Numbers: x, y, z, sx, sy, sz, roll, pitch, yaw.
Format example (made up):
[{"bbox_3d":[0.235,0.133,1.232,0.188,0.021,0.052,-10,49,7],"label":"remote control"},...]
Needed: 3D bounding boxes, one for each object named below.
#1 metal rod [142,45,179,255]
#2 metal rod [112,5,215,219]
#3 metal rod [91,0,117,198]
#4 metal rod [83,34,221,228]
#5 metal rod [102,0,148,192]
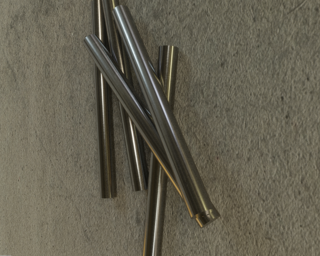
[{"bbox_3d":[-0.001,0.046,0.403,0.025,0.025,0.298,8,95,39],"label":"metal rod"},{"bbox_3d":[-0.007,-0.040,0.372,0.025,0.025,0.299,-40,58,32],"label":"metal rod"},{"bbox_3d":[-0.086,-0.045,0.473,0.025,0.025,0.298,-5,87,39],"label":"metal rod"},{"bbox_3d":[-0.023,-0.014,0.388,0.025,0.025,0.299,-49,62,29],"label":"metal rod"},{"bbox_3d":[-0.051,-0.061,0.444,0.025,0.025,0.298,-17,79,38],"label":"metal rod"}]
